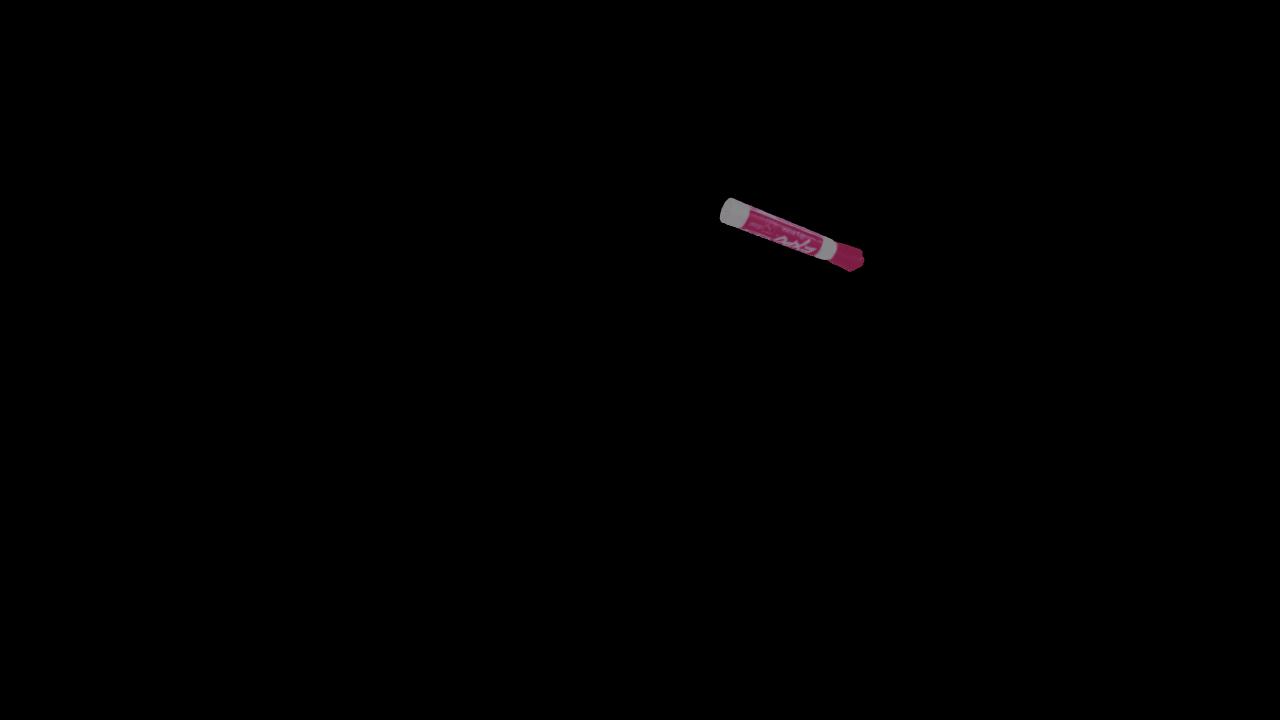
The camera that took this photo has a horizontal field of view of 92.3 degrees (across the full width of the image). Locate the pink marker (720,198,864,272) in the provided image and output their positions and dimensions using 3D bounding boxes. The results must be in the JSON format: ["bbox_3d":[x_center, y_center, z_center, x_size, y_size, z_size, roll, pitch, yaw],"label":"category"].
[{"bbox_3d":[0.118,-0.093,0.465,0.121,0.020,0.020,17,-5,-17],"label":"pink marker"}]
